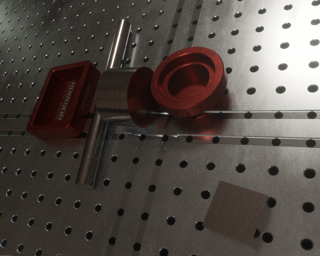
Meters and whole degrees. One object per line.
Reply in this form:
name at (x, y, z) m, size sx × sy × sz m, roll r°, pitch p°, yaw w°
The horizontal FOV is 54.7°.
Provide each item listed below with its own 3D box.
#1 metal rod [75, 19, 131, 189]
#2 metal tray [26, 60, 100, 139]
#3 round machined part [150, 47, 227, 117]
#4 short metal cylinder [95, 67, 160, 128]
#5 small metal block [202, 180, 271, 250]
metal rod at (-0.082, -0.053, 0.481) m, size 0.025 × 0.025 × 0.299 m, roll -6°, pitch 59°, yaw 25°
metal tray at (-0.159, -0.047, 0.514) m, size 0.090 × 0.030 × 0.130 m, roll -4°, pitch 60°, yaw 25°
round machined part at (0.041, -0.056, 0.409) m, size 0.098 × 0.042 × 0.098 m, roll -12°, pitch 56°, yaw 19°
short metal cylinder at (-0.041, -0.042, 0.418) m, size 0.050 × 0.080 × 0.080 m, roll 5°, pitch 64°, yaw 30°
small metal block at (0.078, 0.087, 0.313) m, size 0.050 × 0.025 × 0.050 m, roll 14°, pitch 69°, yaw 33°
